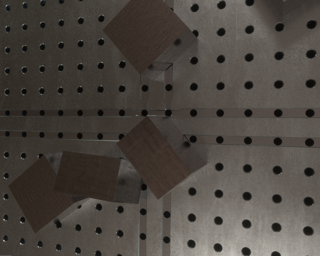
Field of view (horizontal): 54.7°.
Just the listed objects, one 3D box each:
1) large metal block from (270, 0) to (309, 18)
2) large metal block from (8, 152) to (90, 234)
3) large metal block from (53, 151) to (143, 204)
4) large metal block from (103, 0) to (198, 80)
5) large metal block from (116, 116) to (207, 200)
[{"bbox_3d":[0.153,-0.187,0.346,0.080,0.050,0.080,-32,80,17],"label":"large metal block"},{"bbox_3d":[-0.159,0.092,0.454,0.080,0.050,0.080,-39,78,15],"label":"large metal block"},{"bbox_3d":[-0.075,0.066,0.403,0.080,0.080,0.050,6,77,19],"label":"large metal block"},{"bbox_3d":[-0.012,-0.122,0.403,0.080,0.050,0.080,-42,77,15],"label":"large metal block"},{"bbox_3d":[0.005,0.033,0.381,0.050,0.080,0.080,-41,77,15],"label":"large metal block"}]
